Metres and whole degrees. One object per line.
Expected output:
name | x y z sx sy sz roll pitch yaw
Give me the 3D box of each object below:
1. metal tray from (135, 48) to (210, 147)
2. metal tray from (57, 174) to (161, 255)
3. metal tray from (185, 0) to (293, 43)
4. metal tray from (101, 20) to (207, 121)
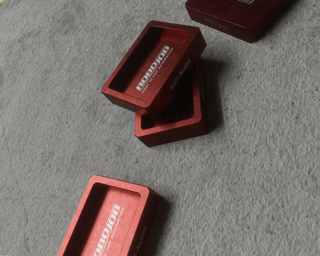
metal tray | 0.014 -0.045 0.420 0.090 0.030 0.130 -14 56 20
metal tray | -0.062 0.125 0.356 0.090 0.030 0.130 7 65 31
metal tray | 0.112 -0.185 0.455 0.090 0.030 0.130 -47 51 -5
metal tray | -0.008 -0.082 0.415 0.090 0.030 0.130 23 74 36
